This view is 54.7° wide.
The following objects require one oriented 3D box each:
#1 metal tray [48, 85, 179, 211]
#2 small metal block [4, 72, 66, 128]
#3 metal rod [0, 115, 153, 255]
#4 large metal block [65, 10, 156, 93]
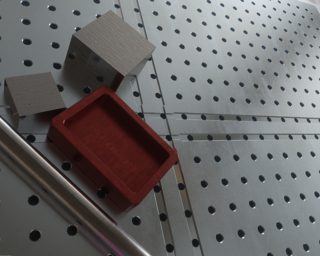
[{"bbox_3d":[-0.052,0.020,0.365,0.130,0.030,0.090,44,51,2],"label":"metal tray"},{"bbox_3d":[-0.142,-0.033,0.352,0.050,0.025,0.050,-16,71,-35],"label":"small metal block"},{"bbox_3d":[-0.066,0.094,0.315,0.300,0.025,0.025,43,51,1],"label":"metal rod"},{"bbox_3d":[-0.066,-0.101,0.419,0.080,0.050,0.080,39,51,-2],"label":"large metal block"}]
